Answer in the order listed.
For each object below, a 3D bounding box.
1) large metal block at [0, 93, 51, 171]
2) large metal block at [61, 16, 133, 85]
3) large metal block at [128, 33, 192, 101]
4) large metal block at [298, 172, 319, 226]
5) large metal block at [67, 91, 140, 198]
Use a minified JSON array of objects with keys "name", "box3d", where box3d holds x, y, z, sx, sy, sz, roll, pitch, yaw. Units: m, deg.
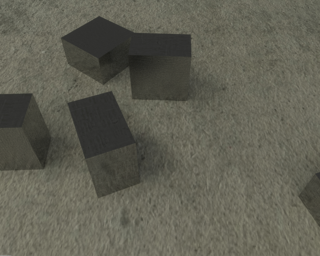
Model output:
[{"name":"large metal block","box3d":[-0.182,0.007,0.359,0.081,0.080,0.050,-2,50,-2]},{"name":"large metal block","box3d":[-0.093,-0.125,0.491,0.080,0.050,0.080,31,56,23]},{"name":"large metal block","box3d":[0.001,-0.085,0.439,0.081,0.080,0.050,2,50,1]},{"name":"large metal block","box3d":[0.210,0.082,0.321,0.081,0.050,0.080,-15,52,-13]},{"name":"large metal block","box3d":[-0.062,0.019,0.351,0.050,0.080,0.080,-18,53,-15]}]
